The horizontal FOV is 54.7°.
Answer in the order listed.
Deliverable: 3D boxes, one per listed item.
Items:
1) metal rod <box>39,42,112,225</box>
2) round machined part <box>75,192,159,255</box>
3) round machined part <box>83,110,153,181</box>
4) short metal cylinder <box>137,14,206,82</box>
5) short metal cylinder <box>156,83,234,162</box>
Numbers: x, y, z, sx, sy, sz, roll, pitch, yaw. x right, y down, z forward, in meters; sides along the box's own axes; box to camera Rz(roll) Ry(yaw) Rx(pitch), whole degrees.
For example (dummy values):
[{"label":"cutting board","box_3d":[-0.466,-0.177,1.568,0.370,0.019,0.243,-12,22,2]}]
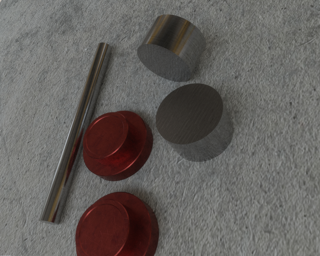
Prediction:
[{"label":"metal rod","box_3d":[-0.120,-0.008,0.469,0.025,0.025,0.299,-4,60,26]},{"label":"round machined part","box_3d":[-0.055,0.119,0.347,0.098,0.042,0.098,-13,56,20]},{"label":"round machined part","box_3d":[-0.063,0.018,0.413,0.098,0.042,0.098,-13,56,20]},{"label":"short metal cylinder","box_3d":[0.016,-0.107,0.425,0.080,0.080,0.050,15,70,34]},{"label":"short metal cylinder","box_3d":[0.042,-0.006,0.369,0.080,0.050,0.080,-13,56,20]}]
